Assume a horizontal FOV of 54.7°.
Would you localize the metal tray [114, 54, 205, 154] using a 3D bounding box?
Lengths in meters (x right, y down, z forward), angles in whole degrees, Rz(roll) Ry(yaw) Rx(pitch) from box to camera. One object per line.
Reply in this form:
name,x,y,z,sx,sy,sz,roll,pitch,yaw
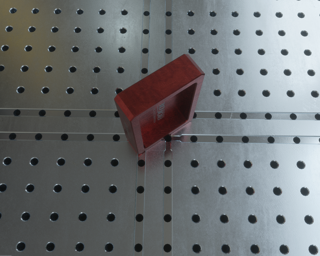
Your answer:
metal tray,0.000,-0.021,0.363,0.090,0.130,0.030,-33,74,-12
